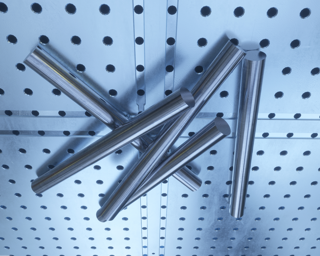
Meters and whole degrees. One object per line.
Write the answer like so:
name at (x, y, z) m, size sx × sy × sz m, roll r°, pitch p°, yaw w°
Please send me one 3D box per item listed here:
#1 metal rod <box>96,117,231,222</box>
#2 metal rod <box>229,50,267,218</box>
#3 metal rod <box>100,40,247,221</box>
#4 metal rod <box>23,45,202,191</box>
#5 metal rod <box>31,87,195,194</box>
metal rod at (-0.014, 0.075, 0.446) m, size 0.025 × 0.025 × 0.299 m, roll 28°, pitch 133°, yaw -22°
metal rod at (0.119, 0.032, 0.440) m, size 0.025 × 0.025 × 0.298 m, roll -4°, pitch 130°, yaw 3°
metal rod at (0.003, 0.020, 0.400) m, size 0.025 × 0.025 × 0.298 m, roll 27°, pitch 116°, yaw -21°
metal rod at (-0.043, 0.004, 0.414) m, size 0.025 × 0.025 × 0.301 m, roll -34°, pitch 123°, yaw 25°
metal rod at (-0.081, 0.030, 0.408) m, size 0.299 × 0.025 × 0.025 m, roll -30°, pitch 125°, yaw 32°
